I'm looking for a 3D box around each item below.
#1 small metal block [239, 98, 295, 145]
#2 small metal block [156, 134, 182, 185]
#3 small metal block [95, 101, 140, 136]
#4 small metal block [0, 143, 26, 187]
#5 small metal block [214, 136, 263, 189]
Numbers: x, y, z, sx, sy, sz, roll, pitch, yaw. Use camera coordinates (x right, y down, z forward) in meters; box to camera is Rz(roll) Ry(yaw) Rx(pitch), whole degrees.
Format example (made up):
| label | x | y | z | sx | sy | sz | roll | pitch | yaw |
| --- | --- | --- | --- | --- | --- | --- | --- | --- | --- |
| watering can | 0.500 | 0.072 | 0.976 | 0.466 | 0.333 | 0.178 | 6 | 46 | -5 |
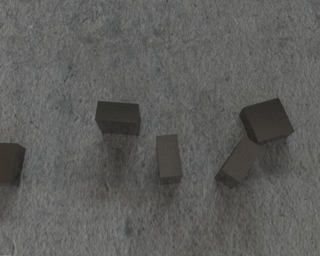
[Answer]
| label | x | y | z | sx | sy | sz | roll | pitch | yaw |
| --- | --- | --- | --- | --- | --- | --- | --- | --- | --- |
| small metal block | 0.141 | -0.007 | 0.413 | 0.050 | 0.025 | 0.050 | -16 | 71 | -6 |
| small metal block | 0.010 | 0.040 | 0.380 | 0.025 | 0.050 | 0.050 | -5 | 70 | -2 |
| small metal block | -0.052 | -0.011 | 0.398 | 0.050 | 0.050 | 0.025 | 4 | 70 | 1 |
| small metal block | -0.203 | 0.046 | 0.389 | 0.050 | 0.025 | 0.050 | 2 | 70 | 0 |
| small metal block | 0.095 | 0.044 | 0.380 | 0.025 | 0.050 | 0.050 | 35 | 74 | 11 |
